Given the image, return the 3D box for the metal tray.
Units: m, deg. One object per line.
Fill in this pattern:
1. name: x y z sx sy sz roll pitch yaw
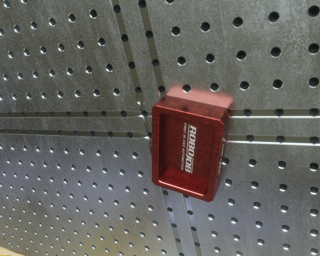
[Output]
1. metal tray: 0.036 0.029 0.407 0.090 0.030 0.129 14 124 20
